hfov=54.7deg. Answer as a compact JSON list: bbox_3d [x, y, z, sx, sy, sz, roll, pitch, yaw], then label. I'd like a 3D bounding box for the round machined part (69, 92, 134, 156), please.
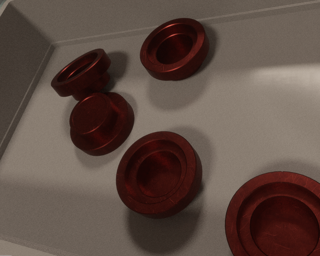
[{"bbox_3d":[-0.090,-0.012,0.448,0.098,0.042,0.098,-13,56,20],"label":"round machined part"}]

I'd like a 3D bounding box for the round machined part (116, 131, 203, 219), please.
[{"bbox_3d":[0.002,0.056,0.358,0.098,0.042,0.098,-13,56,20],"label":"round machined part"}]

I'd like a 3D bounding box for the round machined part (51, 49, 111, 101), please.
[{"bbox_3d":[-0.119,-0.080,0.491,0.098,0.042,0.098,-23,33,16],"label":"round machined part"}]

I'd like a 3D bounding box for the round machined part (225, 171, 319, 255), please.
[{"bbox_3d":[0.112,0.092,0.279,0.098,0.042,0.098,-13,56,20],"label":"round machined part"}]

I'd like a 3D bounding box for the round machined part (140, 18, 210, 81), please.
[{"bbox_3d":[0.024,-0.107,0.447,0.098,0.042,0.098,-13,56,20],"label":"round machined part"}]
